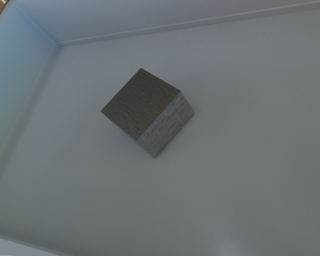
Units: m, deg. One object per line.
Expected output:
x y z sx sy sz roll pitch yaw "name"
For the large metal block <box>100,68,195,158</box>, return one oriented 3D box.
-0.017 -0.021 0.408 0.080 0.050 0.080 -48 52 -7 "large metal block"
